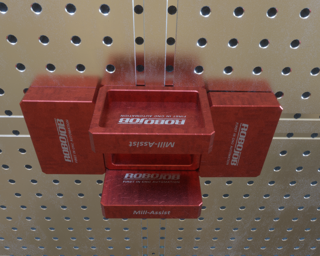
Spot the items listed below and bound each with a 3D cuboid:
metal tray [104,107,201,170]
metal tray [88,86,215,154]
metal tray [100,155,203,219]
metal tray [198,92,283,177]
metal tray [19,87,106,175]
[{"bbox_3d":[-0.010,0.016,0.419,0.131,0.030,0.089,0,130,-1],"label":"metal tray"},{"bbox_3d":[-0.009,-0.012,0.359,0.131,0.090,0.030,1,130,-1],"label":"metal tray"},{"bbox_3d":[-0.011,0.080,0.435,0.131,0.090,0.030,1,130,-1],"label":"metal tray"},{"bbox_3d":[0.101,0.013,0.419,0.091,0.030,0.129,0,130,-2],"label":"metal tray"},{"bbox_3d":[-0.121,0.008,0.413,0.091,0.030,0.129,1,130,-1],"label":"metal tray"}]
